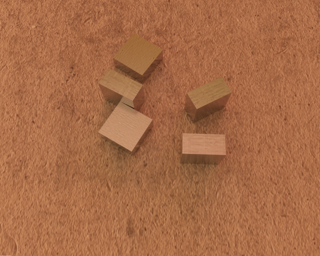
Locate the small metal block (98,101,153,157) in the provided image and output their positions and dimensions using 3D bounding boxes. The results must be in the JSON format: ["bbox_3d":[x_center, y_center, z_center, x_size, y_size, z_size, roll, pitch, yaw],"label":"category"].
[{"bbox_3d":[-0.044,0.001,0.407,0.050,0.025,0.050,29,73,10],"label":"small metal block"}]

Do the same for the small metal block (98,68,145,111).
[{"bbox_3d":[-0.049,-0.047,0.411,0.050,0.050,0.025,27,73,9],"label":"small metal block"}]

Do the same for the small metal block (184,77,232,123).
[{"bbox_3d":[0.061,-0.036,0.408,0.050,0.050,0.025,-26,72,-9],"label":"small metal block"}]

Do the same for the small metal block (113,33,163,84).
[{"bbox_3d":[-0.031,-0.100,0.444,0.050,0.025,0.050,33,73,11],"label":"small metal block"}]

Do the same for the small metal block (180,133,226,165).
[{"bbox_3d":[0.051,0.027,0.385,0.050,0.050,0.025,2,70,1],"label":"small metal block"}]
